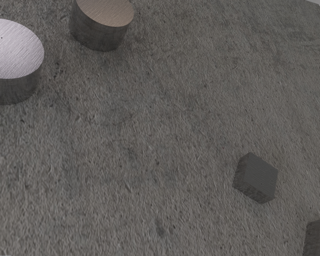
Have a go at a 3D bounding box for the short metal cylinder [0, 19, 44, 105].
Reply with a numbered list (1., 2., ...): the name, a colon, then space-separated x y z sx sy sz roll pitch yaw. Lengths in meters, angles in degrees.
1. short metal cylinder: -0.173 -0.072 0.338 0.081 0.050 0.080 14 56 -21

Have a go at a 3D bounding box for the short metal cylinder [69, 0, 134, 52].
1. short metal cylinder: -0.084 -0.155 0.437 0.081 0.050 0.080 14 56 -21

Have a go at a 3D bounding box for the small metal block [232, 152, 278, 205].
1. small metal block: 0.134 0.070 0.433 0.050 0.025 0.050 33 51 -7

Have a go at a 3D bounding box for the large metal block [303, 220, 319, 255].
1. large metal block: 0.240 0.177 0.409 0.080 0.050 0.080 36 51 -4
